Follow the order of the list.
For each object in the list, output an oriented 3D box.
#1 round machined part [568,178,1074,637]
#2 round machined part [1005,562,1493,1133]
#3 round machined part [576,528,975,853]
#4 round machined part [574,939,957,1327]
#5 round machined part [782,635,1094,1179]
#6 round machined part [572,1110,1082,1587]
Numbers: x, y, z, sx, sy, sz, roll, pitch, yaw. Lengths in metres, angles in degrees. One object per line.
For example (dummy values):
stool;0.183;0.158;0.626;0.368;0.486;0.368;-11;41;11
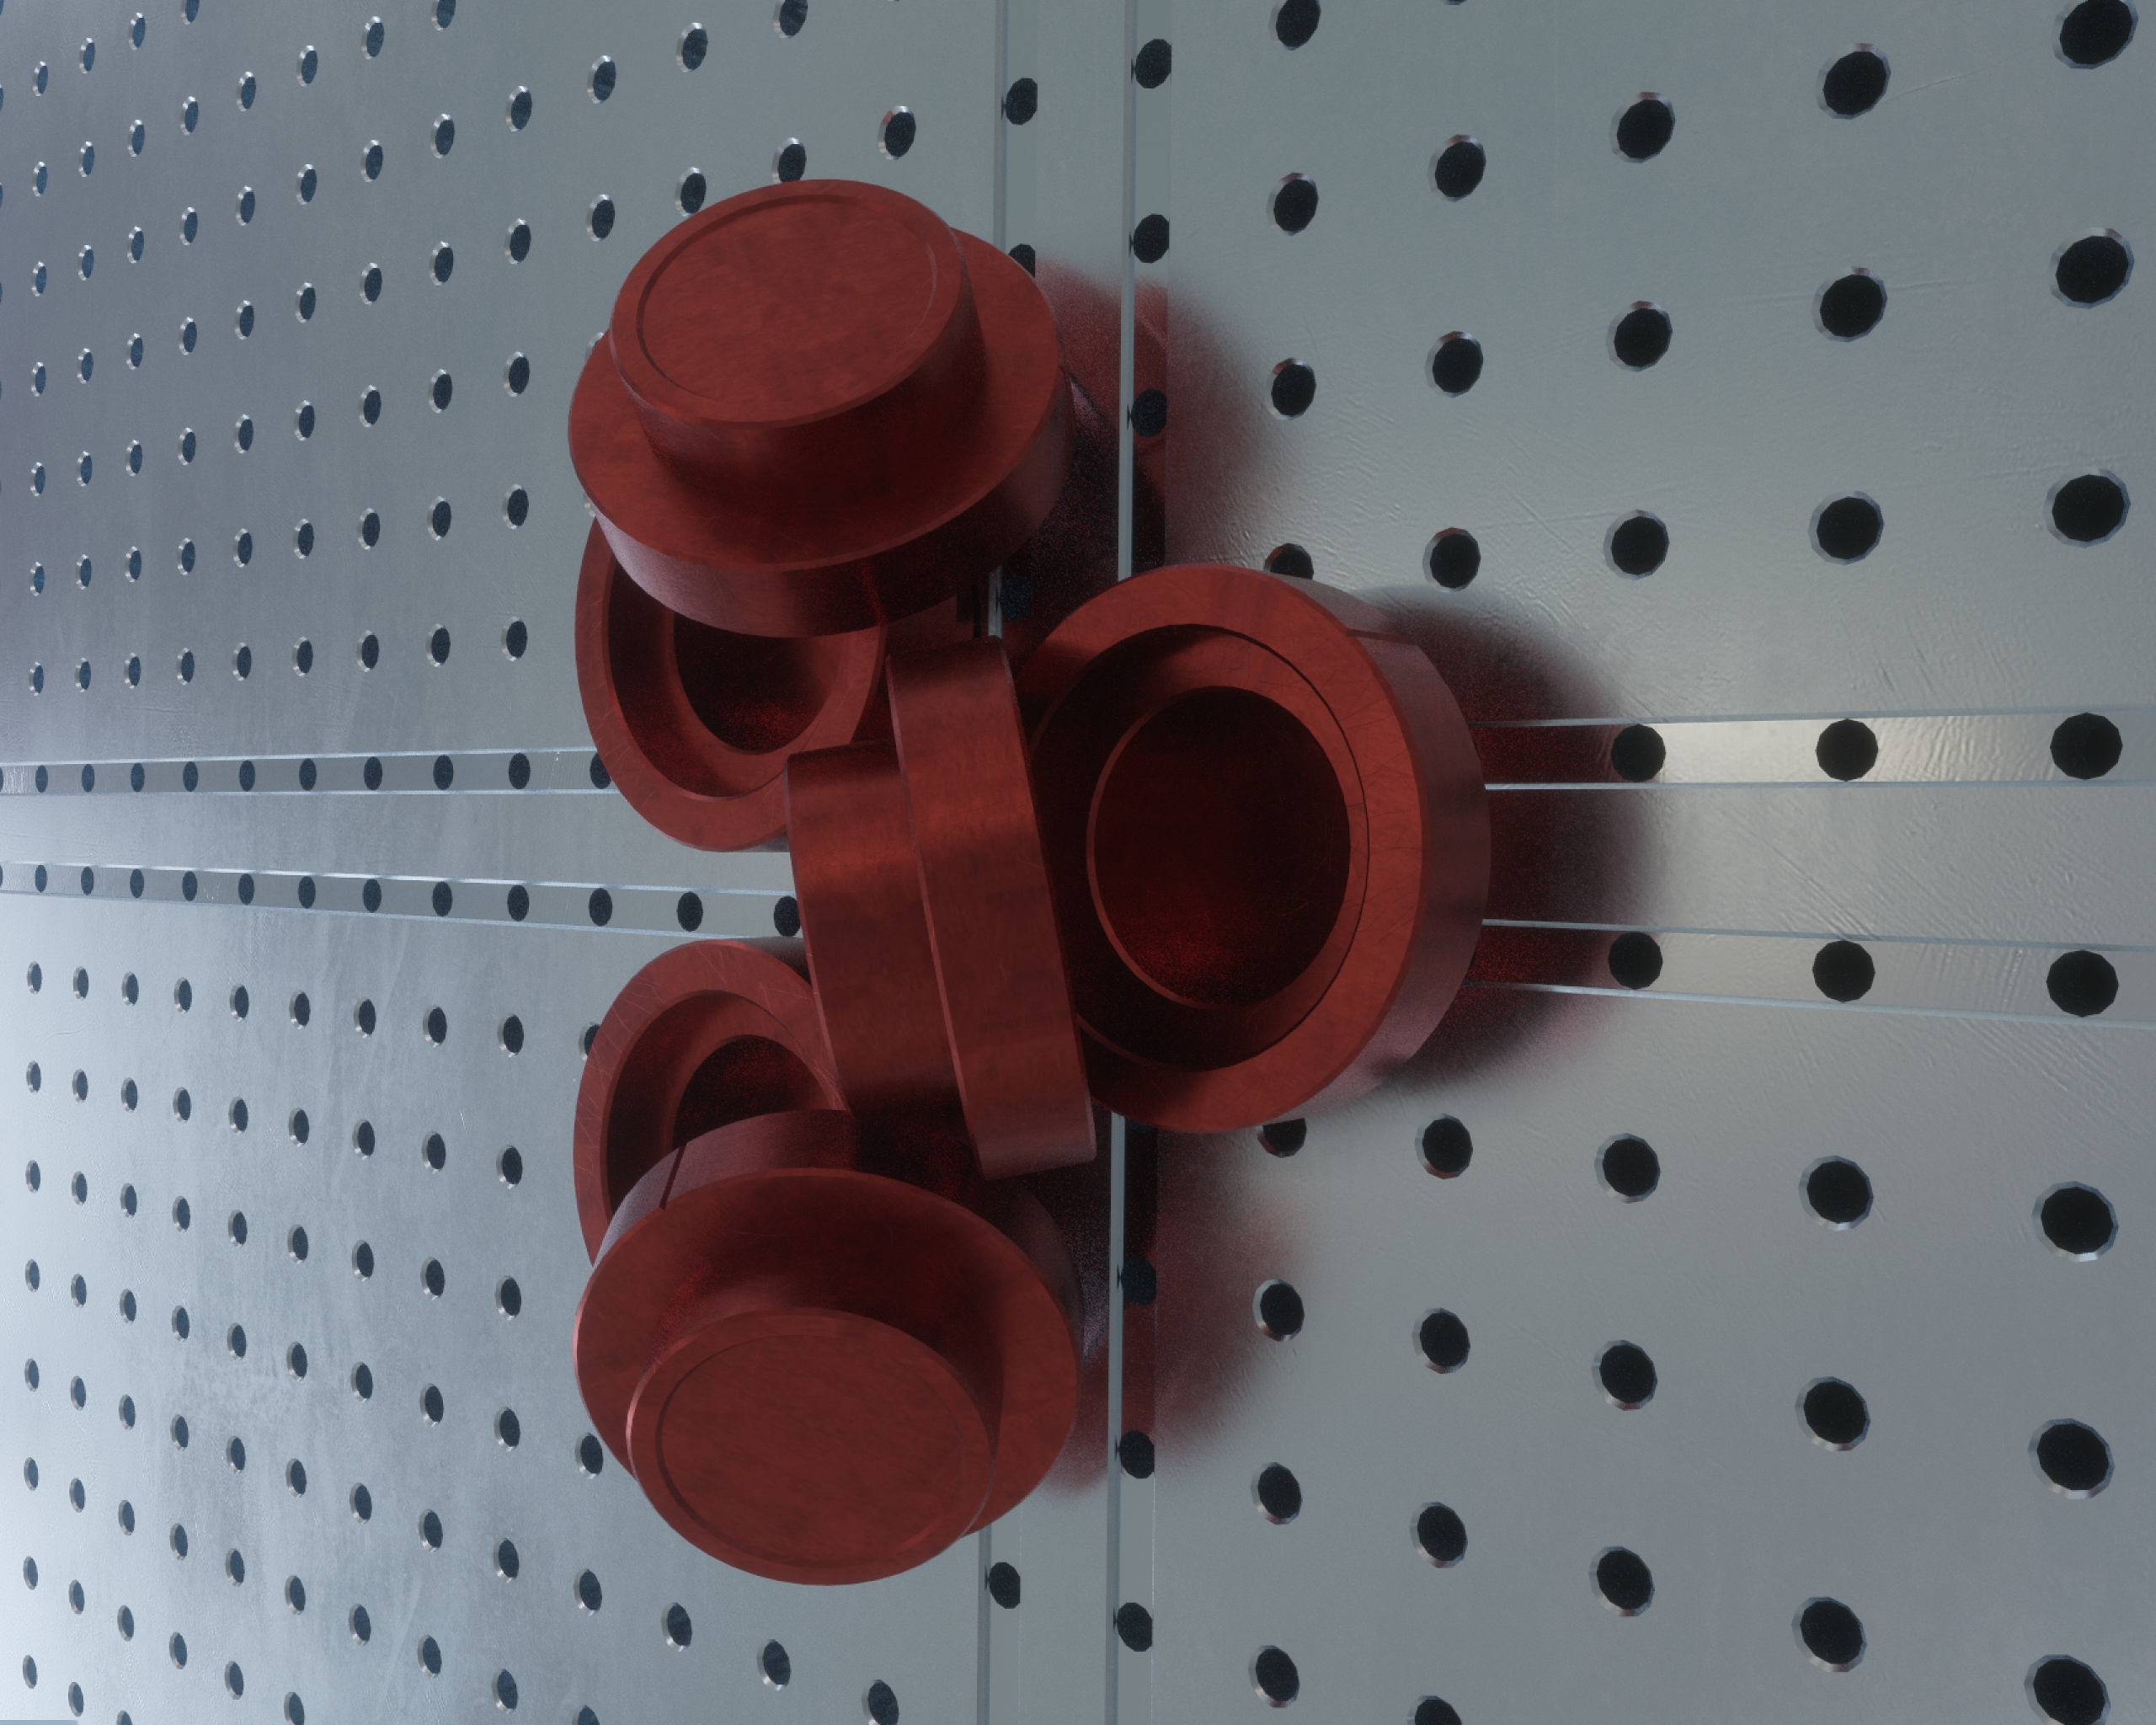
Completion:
round machined part;-0.051;-0.094;0.406;0.098;0.042;0.098;-4;56;6
round machined part;0.031;-0.003;0.373;0.098;0.042;0.097;0;90;40
round machined part;-0.061;-0.051;0.449;0.098;0.042;0.097;0;90;40
round machined part;-0.062;0.065;0.450;0.098;0.042;0.097;0;90;40
round machined part;-0.027;0.010;0.382;0.042;0.098;0.098;-10;81;-3
round machined part;-0.049;0.099;0.402;0.099;0.042;0.097;1;117;1
